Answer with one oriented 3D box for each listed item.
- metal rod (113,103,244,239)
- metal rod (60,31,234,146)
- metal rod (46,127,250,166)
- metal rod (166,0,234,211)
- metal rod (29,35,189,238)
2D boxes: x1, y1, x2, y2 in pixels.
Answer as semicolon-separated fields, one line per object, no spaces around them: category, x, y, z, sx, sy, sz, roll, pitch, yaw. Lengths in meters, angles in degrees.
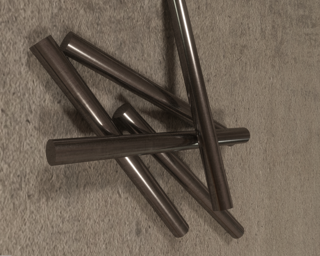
metal rod;0.042;0.076;0.442;0.300;0.025;0.025;48;61;-30
metal rod;0.009;-0.036;0.414;0.301;0.025;0.025;27;73;-37
metal rod;0.014;0.017;0.384;0.302;0.025;0.025;-3;92;-40
metal rod;0.047;-0.047;0.398;0.025;0.025;0.298;-3;78;-40
metal rod;-0.045;0.028;0.368;0.025;0.025;0.299;-48;119;-29
